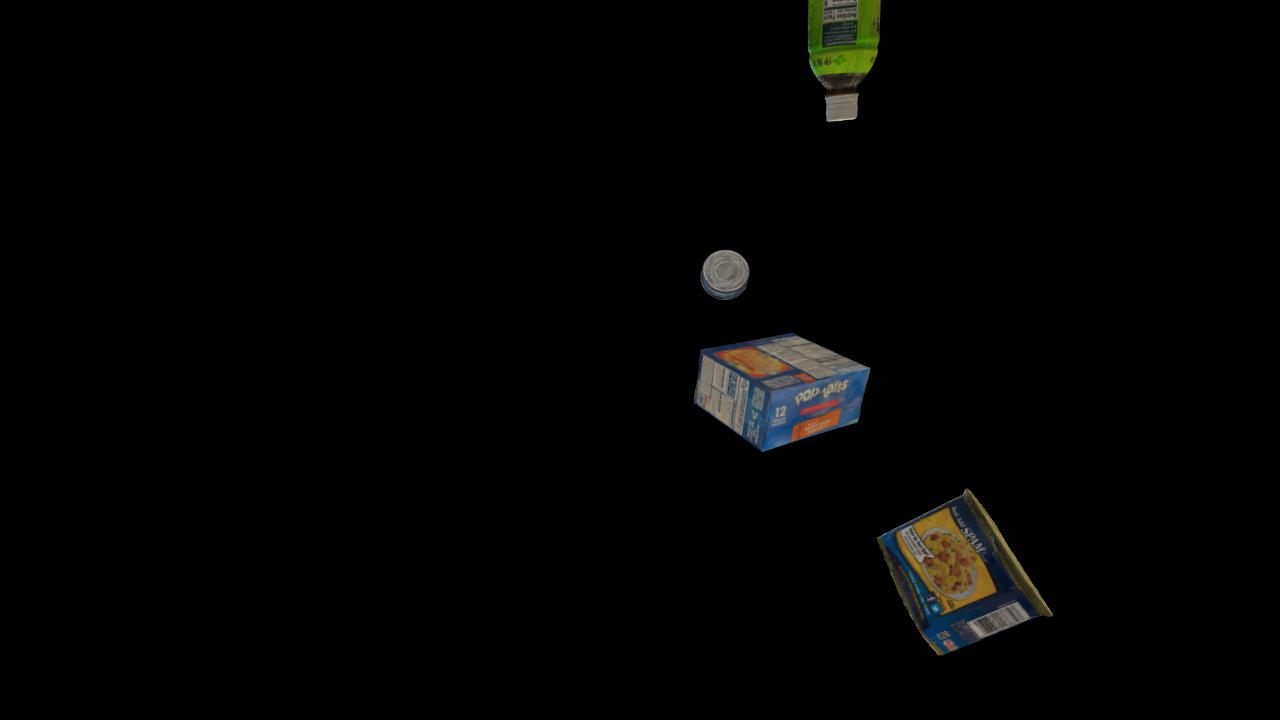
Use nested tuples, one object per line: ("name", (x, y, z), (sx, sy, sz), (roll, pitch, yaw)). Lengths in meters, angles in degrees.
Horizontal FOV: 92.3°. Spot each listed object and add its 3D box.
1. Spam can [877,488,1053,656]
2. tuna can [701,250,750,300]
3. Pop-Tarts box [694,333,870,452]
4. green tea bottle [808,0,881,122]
("Spam can", (0.247, 0.165, 0.480), (0.085, 0.058, 0.101), (-35, 27, 20))
("tuna can", (0.149, -0.149, 1.074), (0.084, 0.084, 0.034), (0, -17, 2))
("Pop-Tarts box", (0.180, 0.035, 0.795), (0.167, 0.083, 0.141), (-11, 26, -29))
("green tea bottle", (0.200, -0.349, 0.606), (0.073, 0.212, 0.073), (-2, 17, 1))
